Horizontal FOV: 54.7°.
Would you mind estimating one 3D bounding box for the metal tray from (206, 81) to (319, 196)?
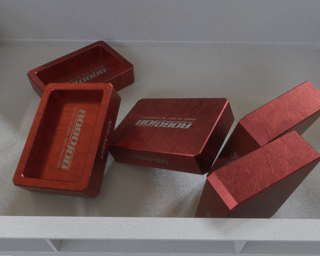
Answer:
[{"bbox_3d":[0.106,0.017,0.322,0.091,0.129,0.030,-27,66,-21],"label":"metal tray"}]

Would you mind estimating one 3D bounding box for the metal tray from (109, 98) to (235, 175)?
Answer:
[{"bbox_3d":[0.010,0.004,0.365,0.130,0.030,0.090,4,45,36],"label":"metal tray"}]

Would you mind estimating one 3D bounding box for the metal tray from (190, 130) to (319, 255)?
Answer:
[{"bbox_3d":[0.079,0.066,0.282,0.091,0.129,0.030,-24,57,-19],"label":"metal tray"}]

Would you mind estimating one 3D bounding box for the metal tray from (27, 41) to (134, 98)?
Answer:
[{"bbox_3d":[-0.116,-0.076,0.464,0.131,0.030,0.090,-32,58,-25],"label":"metal tray"}]

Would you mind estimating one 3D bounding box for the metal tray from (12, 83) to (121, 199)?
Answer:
[{"bbox_3d":[-0.104,0.010,0.358,0.090,0.030,0.130,2,65,16],"label":"metal tray"}]
